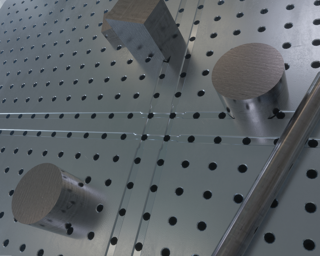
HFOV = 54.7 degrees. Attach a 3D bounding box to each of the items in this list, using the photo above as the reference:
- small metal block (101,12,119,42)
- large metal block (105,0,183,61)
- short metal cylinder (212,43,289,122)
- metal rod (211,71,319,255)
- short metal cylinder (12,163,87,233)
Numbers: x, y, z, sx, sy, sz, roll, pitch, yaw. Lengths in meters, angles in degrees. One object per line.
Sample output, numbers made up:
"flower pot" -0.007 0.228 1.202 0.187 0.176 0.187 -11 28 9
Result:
"small metal block" -0.077 -0.192 0.566 0.050 0.025 0.050 -13 56 21
"large metal block" -0.023 -0.155 0.480 0.080 0.080 0.050 21 73 36
"short metal cylinder" 0.108 -0.054 0.369 0.080 0.050 0.080 -13 56 21
"metal rod" 0.104 0.065 0.313 0.025 0.025 0.300 26 75 37
"short metal cylinder" -0.146 0.093 0.412 0.080 0.050 0.080 -13 56 21
